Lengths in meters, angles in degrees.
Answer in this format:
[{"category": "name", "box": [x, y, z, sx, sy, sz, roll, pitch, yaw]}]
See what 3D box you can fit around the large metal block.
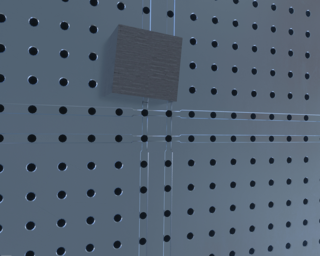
[{"category": "large metal block", "box": [-0.022, -0.076, 0.391, 0.081, 0.050, 0.080, 6, 88, -20]}]
